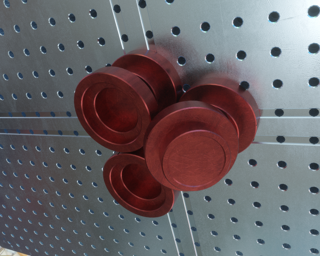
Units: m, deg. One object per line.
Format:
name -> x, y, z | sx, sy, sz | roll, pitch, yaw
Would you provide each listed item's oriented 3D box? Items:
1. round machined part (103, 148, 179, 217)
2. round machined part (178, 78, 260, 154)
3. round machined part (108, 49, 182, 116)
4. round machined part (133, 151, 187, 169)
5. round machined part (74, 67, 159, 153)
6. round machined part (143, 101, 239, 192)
round machined part -> -0.020, 0.062, 0.395 | 0.098, 0.042, 0.097 | 13, 124, 21
round machined part -> 0.063, -0.006, 0.364 | 0.098, 0.042, 0.097 | 13, 124, 21
round machined part -> -0.025, -0.045, 0.388 | 0.098, 0.042, 0.097 | 13, 124, 21
round machined part -> -0.002, 0.042, 0.428 | 0.098, 0.042, 0.097 | 13, 124, 21
round machined part -> -0.045, -0.024, 0.355 | 0.098, 0.042, 0.097 | 13, 124, 21
round machined part -> 0.033, 0.025, 0.316 | 0.099, 0.042, 0.097 | -3, 114, -6
